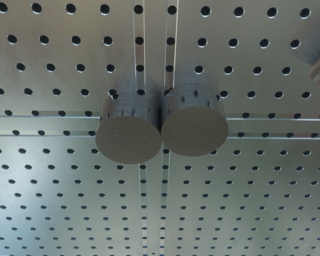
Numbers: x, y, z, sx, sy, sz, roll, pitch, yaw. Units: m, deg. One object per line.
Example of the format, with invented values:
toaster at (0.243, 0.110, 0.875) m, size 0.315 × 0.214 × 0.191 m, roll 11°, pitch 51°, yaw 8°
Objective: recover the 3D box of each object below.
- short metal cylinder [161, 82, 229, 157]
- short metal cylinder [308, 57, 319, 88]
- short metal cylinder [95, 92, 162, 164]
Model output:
short metal cylinder at (0.041, -0.010, 0.388) m, size 0.081 × 0.050 × 0.079 m, roll -1°, pitch 130°, yaw 0°
short metal cylinder at (0.210, -0.059, 0.329) m, size 0.081 × 0.080 × 0.050 m, roll 18°, pitch 128°, yaw -15°
short metal cylinder at (-0.038, 0.001, 0.395) m, size 0.081 × 0.050 × 0.079 m, roll 0°, pitch 130°, yaw 0°
